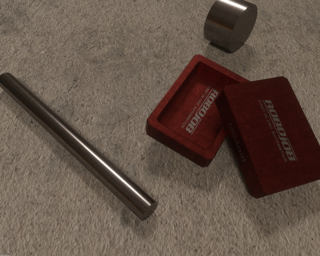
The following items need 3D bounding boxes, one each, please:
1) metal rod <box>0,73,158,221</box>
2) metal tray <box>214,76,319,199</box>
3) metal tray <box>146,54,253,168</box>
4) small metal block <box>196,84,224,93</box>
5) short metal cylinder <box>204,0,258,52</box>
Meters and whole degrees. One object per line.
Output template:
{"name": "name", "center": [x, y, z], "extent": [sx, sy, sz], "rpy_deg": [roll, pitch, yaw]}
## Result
{"name": "metal rod", "center": [-0.120, 0.009, 0.394], "extent": [0.300, 0.025, 0.025], "rpy_deg": [36, 59, 26]}
{"name": "metal tray", "center": [0.129, 0.007, 0.363], "extent": [0.091, 0.030, 0.130], "rpy_deg": [-11, 71, -17]}
{"name": "metal tray", "center": [0.053, -0.026, 0.398], "extent": [0.090, 0.030, 0.130], "rpy_deg": [31, 64, 9]}
{"name": "small metal block", "center": [0.066, -0.060, 0.455], "extent": [0.050, 0.025, 0.050], "rpy_deg": [-16, 52, -14]}
{"name": "short metal cylinder", "center": [0.118, -0.174, 0.516], "extent": [0.050, 0.080, 0.080], "rpy_deg": [35, 58, 25]}
